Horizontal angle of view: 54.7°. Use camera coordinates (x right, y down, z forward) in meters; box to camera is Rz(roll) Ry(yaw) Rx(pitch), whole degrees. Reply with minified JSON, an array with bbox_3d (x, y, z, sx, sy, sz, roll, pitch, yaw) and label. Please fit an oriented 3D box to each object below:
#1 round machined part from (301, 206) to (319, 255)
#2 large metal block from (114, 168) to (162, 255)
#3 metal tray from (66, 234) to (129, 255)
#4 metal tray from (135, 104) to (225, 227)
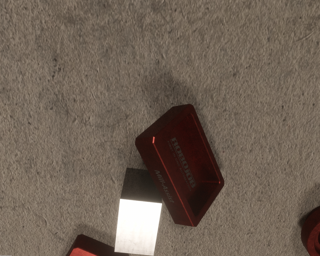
[{"bbox_3d":[0.259,0.153,0.461,0.099,0.042,0.097,0,110,-1],"label":"round machined part"},{"bbox_3d":[-0.028,0.111,0.421,0.050,0.080,0.079,7,110,-3],"label":"large metal block"},{"bbox_3d":[-0.118,0.241,0.494,0.090,0.030,0.129,28,108,-10],"label":"metal tray"},{"bbox_3d":[0.031,0.046,0.392,0.030,0.091,0.129,-7,116,42],"label":"metal tray"}]
